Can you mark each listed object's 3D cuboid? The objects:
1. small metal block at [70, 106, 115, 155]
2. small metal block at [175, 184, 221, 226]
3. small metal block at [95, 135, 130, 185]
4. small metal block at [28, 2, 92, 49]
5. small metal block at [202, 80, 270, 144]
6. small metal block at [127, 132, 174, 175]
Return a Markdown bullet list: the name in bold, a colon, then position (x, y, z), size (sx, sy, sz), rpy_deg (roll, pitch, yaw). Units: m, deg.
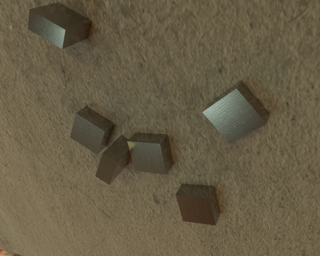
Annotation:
- **small metal block**: position (-0.101, 0.004, 0.461), size (0.050, 0.025, 0.050), rpy_deg (32, 128, 7)
- **small metal block**: position (0.055, 0.109, 0.444), size (0.050, 0.025, 0.050), rpy_deg (-1, 118, 28)
- **small metal block**: position (-0.065, 0.046, 0.452), size (0.025, 0.050, 0.050), rpy_deg (31, 128, 8)
- **small metal block**: position (-0.120, -0.125, 0.375), size (0.050, 0.050, 0.025), rpy_deg (31, 128, 8)
- **small metal block**: position (0.086, -0.017, 0.350), size (0.050, 0.025, 0.050), rpy_deg (48, 128, -6)
- **small metal block**: position (-0.013, 0.035, 0.434), size (0.050, 0.025, 0.050), rpy_deg (3, 120, 26)
